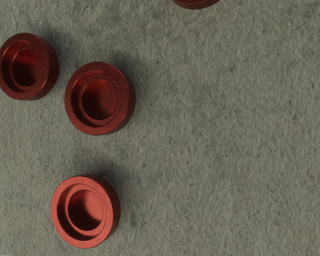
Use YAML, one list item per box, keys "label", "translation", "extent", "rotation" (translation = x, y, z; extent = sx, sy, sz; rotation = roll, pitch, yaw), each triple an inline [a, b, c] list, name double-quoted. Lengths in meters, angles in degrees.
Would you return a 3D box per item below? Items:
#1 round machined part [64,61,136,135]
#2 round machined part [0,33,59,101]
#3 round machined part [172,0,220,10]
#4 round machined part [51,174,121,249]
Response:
- label: "round machined part"
  translation: [-0.078, -0.039, 0.426]
  extent: [0.098, 0.042, 0.097]
  rotation: [0, 90, 19]
- label: "round machined part"
  translation: [-0.193, -0.089, 0.466]
  extent: [0.098, 0.042, 0.097]
  rotation: [0, 90, 19]
- label: "round machined part"
  translation: [0.044, -0.203, 0.384]
  extent: [0.098, 0.042, 0.097]
  rotation: [0, 90, 19]
- label: "round machined part"
  translation: [-0.099, 0.113, 0.433]
  extent: [0.098, 0.042, 0.097]
  rotation: [0, 90, 19]
